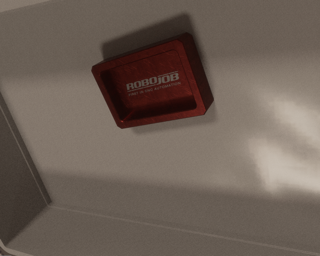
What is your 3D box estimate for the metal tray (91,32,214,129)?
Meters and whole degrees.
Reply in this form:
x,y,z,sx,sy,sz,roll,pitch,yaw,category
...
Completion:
x,y,z,sx,sy,sz,roll,pitch,yaw,category
-0.011,-0.052,0.377,0.130,0.030,0.090,-9,114,31,metal tray
